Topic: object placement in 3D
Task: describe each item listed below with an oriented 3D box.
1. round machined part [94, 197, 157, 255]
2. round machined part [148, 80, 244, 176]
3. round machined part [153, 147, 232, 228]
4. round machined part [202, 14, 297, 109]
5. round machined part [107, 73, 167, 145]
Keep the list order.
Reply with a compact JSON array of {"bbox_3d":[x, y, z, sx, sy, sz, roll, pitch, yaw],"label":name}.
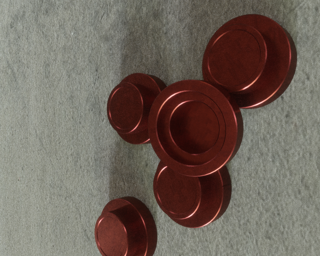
[{"bbox_3d":[-0.055,0.149,0.437,0.098,0.042,0.097,0,90,39],"label":"round machined part"},{"bbox_3d":[0.039,-0.002,0.326,0.098,0.042,0.097,4,98,30],"label":"round machined part"},{"bbox_3d":[0.031,0.069,0.367,0.098,0.042,0.097,0,90,39],"label":"round machined part"},{"bbox_3d":[0.085,-0.069,0.323,0.098,0.042,0.097,0,90,39],"label":"round machined part"},{"bbox_3d":[-0.034,-0.026,0.420,0.098,0.042,0.097,0,90,39],"label":"round machined part"}]
